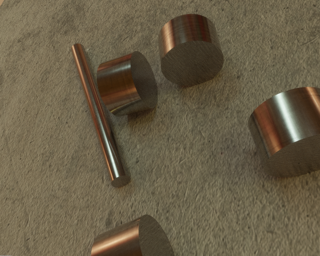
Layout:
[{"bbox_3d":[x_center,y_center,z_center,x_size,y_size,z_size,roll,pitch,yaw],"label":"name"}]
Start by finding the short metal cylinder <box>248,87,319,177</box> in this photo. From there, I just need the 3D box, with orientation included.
[{"bbox_3d":[0.131,0.006,0.296,0.080,0.080,0.050,-21,54,16],"label":"short metal cylinder"}]

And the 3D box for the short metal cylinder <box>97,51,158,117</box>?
[{"bbox_3d":[-0.043,-0.060,0.428,0.050,0.080,0.080,-14,56,21],"label":"short metal cylinder"}]

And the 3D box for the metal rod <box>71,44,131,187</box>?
[{"bbox_3d":[-0.100,-0.039,0.480,0.025,0.025,0.300,-32,52,8],"label":"metal rod"}]

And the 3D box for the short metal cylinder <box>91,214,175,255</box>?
[{"bbox_3d":[-0.022,0.132,0.299,0.050,0.080,0.080,-27,53,12],"label":"short metal cylinder"}]

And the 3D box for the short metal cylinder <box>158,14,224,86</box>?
[{"bbox_3d":[0.040,-0.101,0.410,0.080,0.080,0.050,-18,55,18],"label":"short metal cylinder"}]
